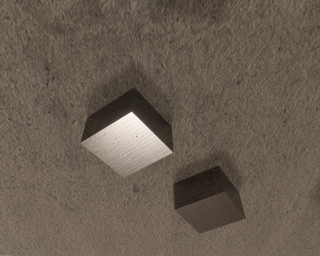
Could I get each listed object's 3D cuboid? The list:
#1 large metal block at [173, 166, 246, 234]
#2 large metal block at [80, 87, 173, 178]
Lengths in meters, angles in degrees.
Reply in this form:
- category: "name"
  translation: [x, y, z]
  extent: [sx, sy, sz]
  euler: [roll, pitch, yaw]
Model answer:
- category: "large metal block"
  translation: [0.077, 0.115, 0.490]
  extent: [0.080, 0.050, 0.080]
  euler: [-26, 126, 20]
- category: "large metal block"
  translation: [-0.040, 0.008, 0.397]
  extent: [0.080, 0.050, 0.080]
  euler: [-29, 125, 22]
